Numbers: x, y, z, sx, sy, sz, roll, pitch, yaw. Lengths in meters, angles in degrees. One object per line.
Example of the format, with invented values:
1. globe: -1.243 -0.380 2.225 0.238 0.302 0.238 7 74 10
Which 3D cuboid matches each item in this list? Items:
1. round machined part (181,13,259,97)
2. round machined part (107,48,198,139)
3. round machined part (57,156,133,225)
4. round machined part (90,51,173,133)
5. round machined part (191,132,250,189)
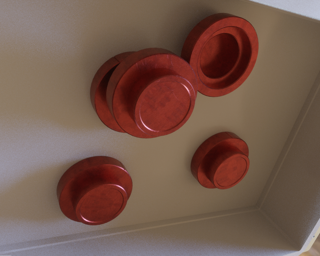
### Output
1. round machined part: 0.068 -0.091 0.380 0.099 0.042 0.097 -14 125 -21
2. round machined part: -0.002 -0.030 0.325 0.099 0.042 0.097 -14 124 -21
3. round machined part: -0.082 0.089 0.409 0.099 0.042 0.097 -14 125 -21
4. round machined part: -0.028 -0.036 0.362 0.099 0.042 0.097 -14 124 -21
5. round machined part: 0.102 0.058 0.492 0.099 0.042 0.097 -14 125 -21
